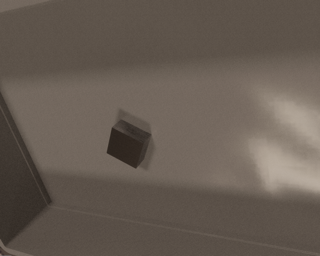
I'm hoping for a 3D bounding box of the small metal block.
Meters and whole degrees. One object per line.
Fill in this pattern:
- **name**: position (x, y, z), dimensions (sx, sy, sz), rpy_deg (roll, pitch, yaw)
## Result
- **small metal block**: position (-0.045, 0.023, 0.445), dimensions (0.050, 0.025, 0.050), rpy_deg (27, 128, 11)
